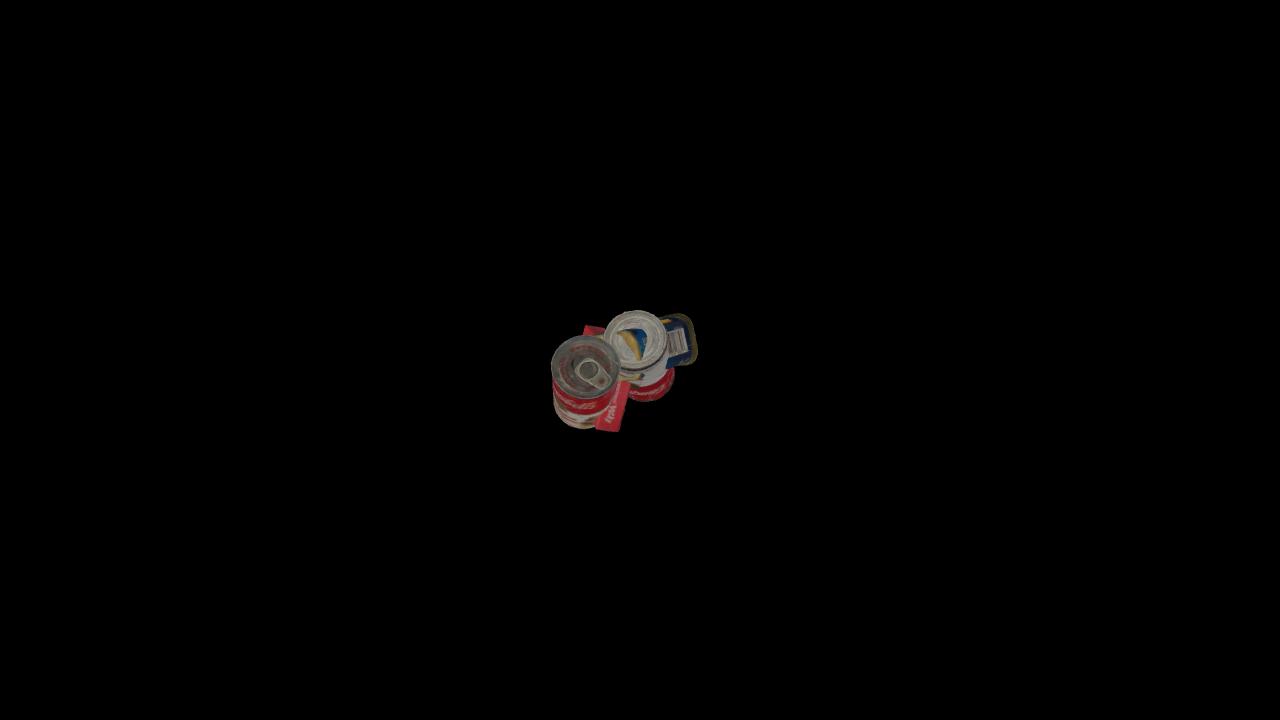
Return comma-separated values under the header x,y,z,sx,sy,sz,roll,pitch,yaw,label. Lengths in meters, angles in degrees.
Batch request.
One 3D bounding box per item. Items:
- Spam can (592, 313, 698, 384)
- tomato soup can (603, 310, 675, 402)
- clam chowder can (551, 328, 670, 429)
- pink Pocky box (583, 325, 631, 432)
x,y,z,sx,sy,sz,roll,pitch,yaw,label
-0.004,-0.011,0.664,0.085,0.058,0.101,-17,7,-42,Spam can
0.001,-0.003,0.654,0.068,0.068,0.101,0,-22,7,tomato soup can
-0.057,0.026,0.638,0.068,0.068,0.102,0,-23,-6,clam chowder can
-0.046,0.016,0.708,0.029,0.084,0.155,11,12,-20,pink Pocky box
